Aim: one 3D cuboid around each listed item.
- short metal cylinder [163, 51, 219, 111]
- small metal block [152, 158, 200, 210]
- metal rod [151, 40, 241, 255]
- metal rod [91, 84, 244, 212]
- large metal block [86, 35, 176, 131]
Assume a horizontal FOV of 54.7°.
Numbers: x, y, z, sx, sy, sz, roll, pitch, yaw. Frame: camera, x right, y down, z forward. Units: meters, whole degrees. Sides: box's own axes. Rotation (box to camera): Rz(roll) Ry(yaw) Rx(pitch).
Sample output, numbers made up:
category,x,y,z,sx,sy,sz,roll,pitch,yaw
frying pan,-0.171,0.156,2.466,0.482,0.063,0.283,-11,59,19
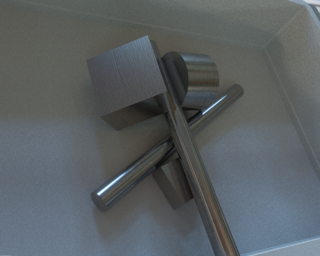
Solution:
category,x,y,z,sx,sy,sz,roll,pitch,yaw
short metal cylinder,0.035,-0.063,0.427,0.050,0.080,0.080,-4,64,-32
small metal block,0.028,0.064,0.381,0.050,0.025,0.050,-24,75,-37
metal rod,0.029,0.014,0.379,0.025,0.025,0.299,-5,63,-31
metal rod,0.032,0.008,0.417,0.025,0.025,0.302,49,51,6
large metal block,-0.035,-0.053,0.378,0.080,0.050,0.080,-20,67,7
